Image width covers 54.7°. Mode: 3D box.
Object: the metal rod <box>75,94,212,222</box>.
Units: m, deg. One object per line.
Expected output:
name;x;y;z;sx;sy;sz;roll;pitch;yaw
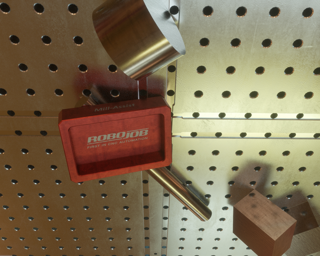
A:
metal rod;-0.008;0.060;0.461;0.025;0.025;0.300;-29;125;22

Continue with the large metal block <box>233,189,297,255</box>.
large metal block;0.167;0.162;0.506;0.050;0.080;0.080;-30;134;-23

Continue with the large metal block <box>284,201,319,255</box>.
large metal block;0.250;0.186;0.556;0.080;0.050;0.080;-31;124;23

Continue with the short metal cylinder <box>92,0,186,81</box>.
short metal cylinder;-0.018;-0.093;0.296;0.050;0.080;0.080;-28;125;21

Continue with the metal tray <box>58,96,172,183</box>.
metal tray;-0.052;0.014;0.388;0.131;0.030;0.089;-9;121;-12
